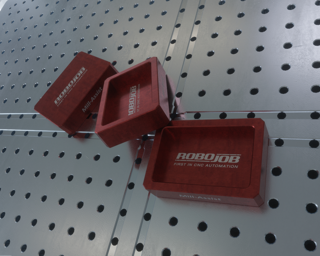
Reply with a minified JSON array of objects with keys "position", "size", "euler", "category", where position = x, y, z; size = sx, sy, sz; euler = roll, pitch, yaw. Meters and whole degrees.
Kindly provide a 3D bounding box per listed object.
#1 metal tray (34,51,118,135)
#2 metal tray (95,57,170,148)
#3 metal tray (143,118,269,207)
[{"position":[-0.139,-0.061,0.518],"size":[0.090,0.030,0.130],"euler":[27,76,37],"category":"metal tray"},{"position":[-0.037,-0.040,0.427],"size":[0.090,0.030,0.130],"euler":[-22,38,15],"category":"metal tray"},{"position":[0.052,0.036,0.356],"size":[0.130,0.030,0.090],"euler":[-1,61,27],"category":"metal tray"}]
